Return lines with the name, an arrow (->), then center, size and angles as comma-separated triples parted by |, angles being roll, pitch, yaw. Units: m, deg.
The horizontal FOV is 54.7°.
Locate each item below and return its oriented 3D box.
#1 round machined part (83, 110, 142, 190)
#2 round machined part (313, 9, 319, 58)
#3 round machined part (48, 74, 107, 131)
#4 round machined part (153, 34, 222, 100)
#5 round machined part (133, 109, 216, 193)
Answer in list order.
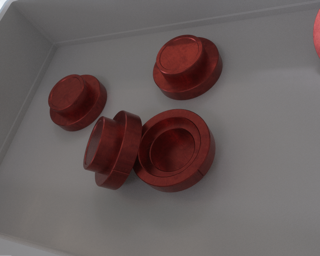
round machined part -> -0.063, 0.024, 0.382 | 0.097, 0.042, 0.098 | -49, 30, 42
round machined part -> 0.216, -0.103, 0.321 | 0.042, 0.097, 0.098 | -15, 47, -24
round machined part -> -0.138, -0.047, 0.497 | 0.098, 0.042, 0.098 | -13, 56, 21
round machined part -> 0.034, -0.091, 0.433 | 0.098, 0.042, 0.098 | -13, 56, 21
round machined part -> 0.018, 0.030, 0.367 | 0.098, 0.042, 0.098 | -13, 56, 21
